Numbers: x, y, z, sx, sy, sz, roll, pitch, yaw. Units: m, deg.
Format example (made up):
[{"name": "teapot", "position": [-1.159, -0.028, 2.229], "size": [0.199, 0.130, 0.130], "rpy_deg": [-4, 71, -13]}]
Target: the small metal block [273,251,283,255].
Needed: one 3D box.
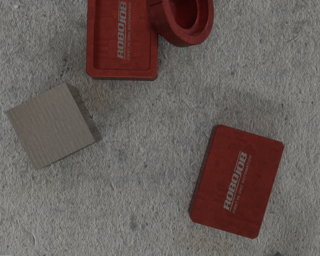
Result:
[{"name": "small metal block", "position": [0.168, 0.196, 0.399], "size": [0.025, 0.050, 0.050], "rpy_deg": [-39, 90, 0]}]

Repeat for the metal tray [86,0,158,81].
[{"name": "metal tray", "position": [-0.047, -0.129, 0.406], "size": [0.091, 0.030, 0.129], "rpy_deg": [1, 90, 0]}]

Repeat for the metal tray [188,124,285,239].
[{"name": "metal tray", "position": [0.098, 0.069, 0.408], "size": [0.090, 0.030, 0.129], "rpy_deg": [16, 90, 0]}]

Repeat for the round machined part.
[{"name": "round machined part", "position": [0.021, -0.149, 0.384], "size": [0.099, 0.042, 0.097], "rpy_deg": [-2, 92, -45]}]

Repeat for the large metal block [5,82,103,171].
[{"name": "large metal block", "position": [-0.132, -0.002, 0.396], "size": [0.080, 0.050, 0.080], "rpy_deg": [-27, 90, 0]}]
